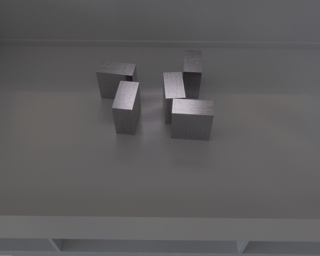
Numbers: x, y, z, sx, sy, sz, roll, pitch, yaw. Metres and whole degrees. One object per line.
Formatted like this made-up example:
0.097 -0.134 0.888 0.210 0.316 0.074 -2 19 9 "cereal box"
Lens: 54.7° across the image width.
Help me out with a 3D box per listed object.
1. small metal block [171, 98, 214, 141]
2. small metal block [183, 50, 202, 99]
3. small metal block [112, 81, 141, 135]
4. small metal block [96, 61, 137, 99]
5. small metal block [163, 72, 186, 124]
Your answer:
0.040 -0.010 0.397 0.050 0.050 0.025 3 50 3 "small metal block"
0.046 -0.079 0.455 0.025 0.050 0.050 3 50 3 "small metal block"
-0.043 -0.026 0.411 0.025 0.050 0.050 6 50 5 "small metal block"
-0.060 -0.067 0.444 0.050 0.050 0.025 7 51 5 "small metal block"
0.018 -0.041 0.423 0.025 0.050 0.050 -3 50 -2 "small metal block"
